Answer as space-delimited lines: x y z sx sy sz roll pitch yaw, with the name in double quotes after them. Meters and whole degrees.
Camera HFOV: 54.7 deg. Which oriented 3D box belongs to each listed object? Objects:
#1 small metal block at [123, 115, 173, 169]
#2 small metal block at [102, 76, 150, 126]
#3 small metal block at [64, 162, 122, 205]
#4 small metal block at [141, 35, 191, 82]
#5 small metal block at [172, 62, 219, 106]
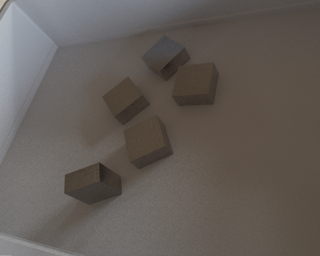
-0.016 0.018 0.403 0.050 0.025 0.050 -25 53 12 "small metal block"
-0.050 -0.040 0.457 0.050 0.025 0.050 -38 51 2 "small metal block"
-0.083 0.071 0.390 0.050 0.050 0.025 -21 54 16 "small metal block"
0.009 -0.105 0.466 0.050 0.025 0.050 -44 51 -3 "small metal block"
0.048 -0.058 0.416 0.050 0.025 0.050 -1 61 28 "small metal block"
